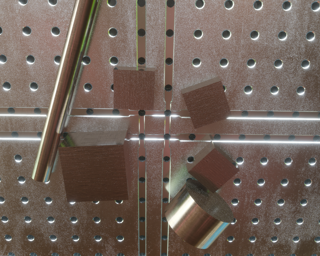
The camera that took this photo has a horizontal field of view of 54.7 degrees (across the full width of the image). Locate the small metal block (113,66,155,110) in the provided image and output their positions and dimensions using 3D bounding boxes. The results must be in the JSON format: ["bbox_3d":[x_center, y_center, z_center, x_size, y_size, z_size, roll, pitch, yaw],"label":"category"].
[{"bbox_3d":[-0.032,-0.051,0.394,0.050,0.025,0.050,2,110,-2],"label":"small metal block"}]

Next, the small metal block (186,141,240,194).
[{"bbox_3d":[0.074,0.055,0.435,0.050,0.025,0.050,41,105,-14],"label":"small metal block"}]

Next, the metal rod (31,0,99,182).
[{"bbox_3d":[-0.117,-0.063,0.388,0.025,0.025,0.298,19,109,-7],"label":"metal rod"}]

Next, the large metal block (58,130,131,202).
[{"bbox_3d":[-0.084,0.051,0.418,0.081,0.050,0.079,-2,110,0],"label":"large metal block"}]

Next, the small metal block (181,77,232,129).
[{"bbox_3d":[0.060,-0.033,0.402,0.050,0.025,0.050,-19,109,6],"label":"small metal block"}]

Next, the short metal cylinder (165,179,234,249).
[{"bbox_3d":[0.054,0.117,0.428,0.080,0.080,0.050,32,107,-12],"label":"short metal cylinder"}]
